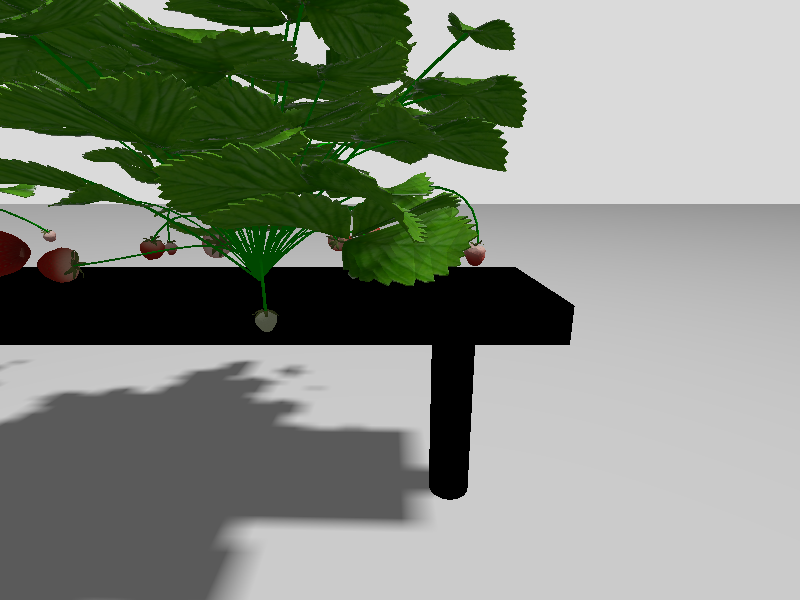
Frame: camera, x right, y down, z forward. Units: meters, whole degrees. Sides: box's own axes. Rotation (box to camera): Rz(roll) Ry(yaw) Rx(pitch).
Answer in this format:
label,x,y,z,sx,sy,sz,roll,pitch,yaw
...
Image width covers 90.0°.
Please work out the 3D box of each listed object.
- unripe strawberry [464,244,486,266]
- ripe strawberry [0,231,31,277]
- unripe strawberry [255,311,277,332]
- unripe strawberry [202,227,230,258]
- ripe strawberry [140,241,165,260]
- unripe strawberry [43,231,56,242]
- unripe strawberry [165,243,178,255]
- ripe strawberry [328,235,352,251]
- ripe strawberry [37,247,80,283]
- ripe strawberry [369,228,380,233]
label,x,y,z,sx,sy,sz,roll,pitch,yaw
unripe strawberry,0.079,-0.048,0.425,0.023,0.023,0.025,-5,16,-19
ripe strawberry,-0.364,-0.042,0.358,0.052,0.045,0.052,0,15,-2
unripe strawberry,-0.069,0.011,0.206,0.011,0.011,0.010,-5,16,-19
unripe strawberry,-0.217,-0.069,0.475,0.033,0.038,0.036,-11,18,-35
ripe strawberry,-0.286,-0.058,0.464,0.023,0.023,0.025,35,30,24
unripe strawberry,-0.549,-0.100,0.629,0.015,0.017,0.017,1,43,5
unripe strawberry,-0.272,-0.061,0.477,0.015,0.015,0.014,13,20,39
ripe strawberry,-0.077,-0.078,0.525,0.032,0.027,0.032,4,9,15
ripe strawberry,-0.295,-0.030,0.346,0.029,0.030,0.026,-1,15,-2
ripe strawberry,-0.043,-0.098,0.592,0.034,0.036,0.037,5,15,18
